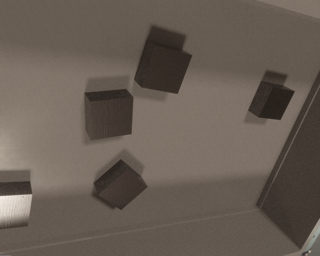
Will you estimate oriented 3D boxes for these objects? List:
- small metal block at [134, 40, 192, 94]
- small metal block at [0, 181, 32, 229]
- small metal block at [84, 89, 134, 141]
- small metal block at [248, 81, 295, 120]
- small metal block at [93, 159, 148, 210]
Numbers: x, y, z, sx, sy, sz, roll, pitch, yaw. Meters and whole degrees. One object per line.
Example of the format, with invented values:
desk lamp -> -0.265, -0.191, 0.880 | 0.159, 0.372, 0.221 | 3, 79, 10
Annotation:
small metal block -> 0.003, -0.072, 0.368 | 0.050, 0.025, 0.050 | 6, 115, -32
small metal block -> -0.182, 0.092, 0.366 | 0.050, 0.025, 0.050 | 3, 117, -30
small metal block -> -0.061, -0.016, 0.367 | 0.050, 0.025, 0.050 | -9, 122, -24
small metal block -> 0.172, -0.042, 0.480 | 0.050, 0.025, 0.050 | 4, 116, -31
small metal block -> -0.054, 0.079, 0.430 | 0.050, 0.025, 0.050 | -41, 130, 0
